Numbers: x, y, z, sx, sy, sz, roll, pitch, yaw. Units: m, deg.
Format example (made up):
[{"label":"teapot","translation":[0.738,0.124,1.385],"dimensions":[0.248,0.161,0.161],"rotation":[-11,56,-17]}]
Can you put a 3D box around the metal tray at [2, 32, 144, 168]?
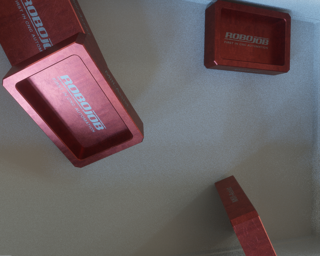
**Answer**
[{"label":"metal tray","translation":[-0.085,-0.023,0.332],"dimensions":[0.090,0.030,0.130],"rotation":[-24,123,11]}]

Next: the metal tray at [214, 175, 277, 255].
[{"label":"metal tray","translation":[0.109,0.124,0.395],"dimensions":[0.030,0.130,0.090],"rotation":[-25,97,5]}]

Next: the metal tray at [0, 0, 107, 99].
[{"label":"metal tray","translation":[-0.127,-0.105,0.340],"dimensions":[0.090,0.030,0.129],"rotation":[-22,99,10]}]

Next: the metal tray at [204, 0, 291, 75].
[{"label":"metal tray","translation":[0.131,-0.129,0.457],"dimensions":[0.131,0.030,0.089],"rotation":[1,90,-21]}]
